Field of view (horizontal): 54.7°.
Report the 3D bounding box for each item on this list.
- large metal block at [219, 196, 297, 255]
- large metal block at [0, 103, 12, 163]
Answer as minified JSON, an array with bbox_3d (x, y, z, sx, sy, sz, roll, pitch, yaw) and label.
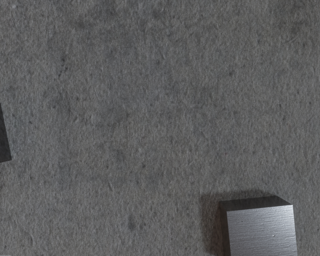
[{"bbox_3d":[0.124,0.136,0.399,0.081,0.050,0.079,-6,90,-1],"label":"large metal block"},{"bbox_3d":[-0.248,0.012,0.394,0.080,0.050,0.080,-11,90,-1],"label":"large metal block"}]
